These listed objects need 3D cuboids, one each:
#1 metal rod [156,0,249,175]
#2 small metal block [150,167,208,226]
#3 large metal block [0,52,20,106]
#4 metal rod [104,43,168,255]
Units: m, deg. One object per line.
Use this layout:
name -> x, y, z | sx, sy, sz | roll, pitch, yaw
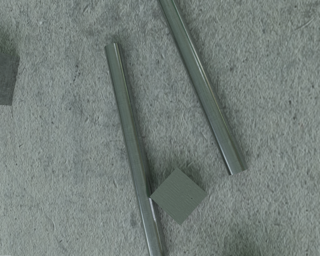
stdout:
metal rod -> 0.041, -0.085, 0.393 | 0.025, 0.025, 0.299 | -24, 82, 18
small metal block -> 0.024, 0.086, 0.391 | 0.050, 0.025, 0.050 | 41, 79, 15
large metal block -> -0.280, -0.084, 0.492 | 0.080, 0.050, 0.079 | 13, 95, 19
metal rod -> -0.033, 0.032, 0.419 | 0.025, 0.025, 0.298 | -14, 85, 19
